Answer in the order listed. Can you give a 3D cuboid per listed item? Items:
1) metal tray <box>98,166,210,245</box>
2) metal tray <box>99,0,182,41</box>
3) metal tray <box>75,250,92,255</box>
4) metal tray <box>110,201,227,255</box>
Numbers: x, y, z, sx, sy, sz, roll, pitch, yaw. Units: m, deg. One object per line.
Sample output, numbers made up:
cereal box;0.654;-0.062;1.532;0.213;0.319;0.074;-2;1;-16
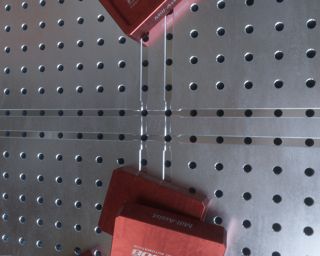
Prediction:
metal tray;-0.010;0.114;0.413;0.130;0.030;0.089;18;96;18
metal tray;-0.016;-0.194;0.414;0.130;0.030;0.090;-40;78;15
metal tray;-0.117;0.258;0.449;0.090;0.030;0.130;-30;80;17
metal tray;0.007;0.149;0.380;0.131;0.030;0.089;13;113;8
